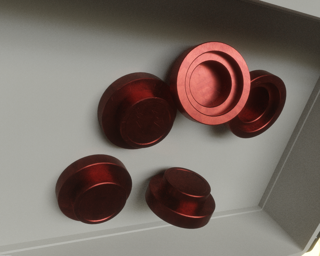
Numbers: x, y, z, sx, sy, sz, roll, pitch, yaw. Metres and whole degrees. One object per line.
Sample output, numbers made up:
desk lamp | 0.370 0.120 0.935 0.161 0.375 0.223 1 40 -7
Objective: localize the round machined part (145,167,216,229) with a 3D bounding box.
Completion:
round machined part | 0.032 0.091 0.435 0.099 0.098 0.042 6 116 -31

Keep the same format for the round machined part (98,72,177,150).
round machined part | -0.022 -0.014 0.377 0.099 0.042 0.097 -14 124 -21

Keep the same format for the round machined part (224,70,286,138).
round machined part | 0.128 -0.037 0.444 0.099 0.042 0.097 -14 124 -21

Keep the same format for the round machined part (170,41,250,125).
round machined part | 0.057 -0.054 0.381 0.099 0.042 0.097 -2 97 -19

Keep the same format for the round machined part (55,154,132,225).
round machined part | -0.082 0.087 0.406 0.099 0.042 0.097 -14 124 -21
